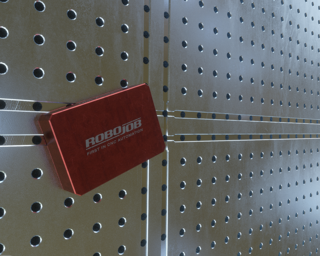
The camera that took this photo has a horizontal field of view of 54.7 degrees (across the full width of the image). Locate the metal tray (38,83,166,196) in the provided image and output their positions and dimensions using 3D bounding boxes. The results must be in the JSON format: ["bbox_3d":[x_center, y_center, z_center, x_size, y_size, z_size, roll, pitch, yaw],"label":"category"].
[{"bbox_3d":[-0.059,0.008,0.358,0.131,0.030,0.089,-25,106,-37],"label":"metal tray"}]
